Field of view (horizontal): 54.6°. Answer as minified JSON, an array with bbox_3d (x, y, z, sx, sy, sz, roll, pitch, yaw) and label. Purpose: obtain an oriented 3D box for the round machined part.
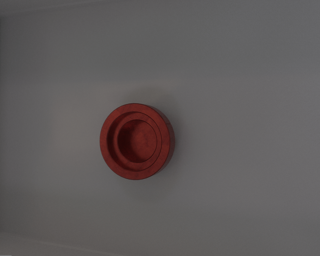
[{"bbox_3d":[-0.026,0.017,0.411,0.098,0.042,0.097,0,90,20],"label":"round machined part"}]
